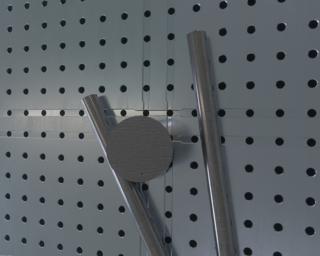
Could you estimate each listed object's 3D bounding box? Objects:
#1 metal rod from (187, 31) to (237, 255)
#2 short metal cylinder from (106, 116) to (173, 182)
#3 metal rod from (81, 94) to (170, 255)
[{"bbox_3d":[0.066,0.028,0.389,0.025,0.025,0.298,-8,87,20],"label":"metal rod"},{"bbox_3d":[-0.023,0.028,0.395,0.080,0.050,0.080,0,82,3],"label":"short metal cylinder"},{"bbox_3d":[-0.039,0.090,0.426,0.025,0.025,0.299,-28,81,18],"label":"metal rod"}]
